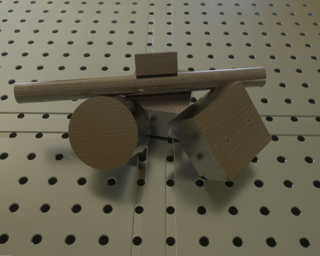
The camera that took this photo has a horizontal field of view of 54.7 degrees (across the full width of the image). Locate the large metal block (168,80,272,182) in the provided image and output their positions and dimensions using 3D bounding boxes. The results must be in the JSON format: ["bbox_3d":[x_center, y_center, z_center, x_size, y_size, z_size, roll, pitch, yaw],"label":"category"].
[{"bbox_3d":[0.070,0.004,0.356,0.080,0.050,0.080,-38,103,-27],"label":"large metal block"}]

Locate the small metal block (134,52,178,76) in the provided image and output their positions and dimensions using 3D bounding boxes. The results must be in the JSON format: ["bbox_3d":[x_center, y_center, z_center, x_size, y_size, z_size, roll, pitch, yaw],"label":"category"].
[{"bbox_3d":[-0.006,-0.083,0.392,0.050,0.025,0.050,-5,15,-4],"label":"small metal block"}]

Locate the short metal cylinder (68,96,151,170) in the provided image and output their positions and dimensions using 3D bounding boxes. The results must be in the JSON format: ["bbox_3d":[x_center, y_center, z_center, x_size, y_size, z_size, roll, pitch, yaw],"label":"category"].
[{"bbox_3d":[-0.056,0.004,0.356,0.080,0.079,0.050,15,9,12],"label":"short metal cylinder"}]

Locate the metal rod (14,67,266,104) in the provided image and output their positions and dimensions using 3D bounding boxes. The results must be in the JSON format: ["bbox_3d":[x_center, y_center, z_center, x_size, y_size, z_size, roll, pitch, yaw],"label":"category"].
[{"bbox_3d":[-0.020,-0.053,0.383,0.302,0.025,0.025,-4,50,-4],"label":"metal rod"}]

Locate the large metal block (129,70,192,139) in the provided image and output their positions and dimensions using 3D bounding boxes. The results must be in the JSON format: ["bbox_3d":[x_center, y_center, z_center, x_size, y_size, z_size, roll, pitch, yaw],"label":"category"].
[{"bbox_3d":[0.001,-0.036,0.416,0.080,0.050,0.080,8,51,7],"label":"large metal block"}]
